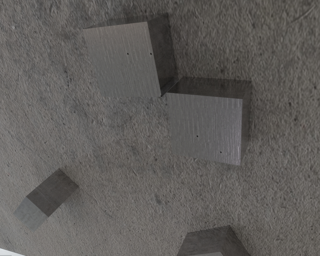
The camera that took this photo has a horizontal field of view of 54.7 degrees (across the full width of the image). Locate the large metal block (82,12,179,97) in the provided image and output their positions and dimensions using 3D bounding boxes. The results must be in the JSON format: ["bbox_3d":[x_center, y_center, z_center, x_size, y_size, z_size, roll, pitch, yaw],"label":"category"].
[{"bbox_3d":[-0.031,-0.082,0.356,0.080,0.050,0.079,3,120,26],"label":"large metal block"}]

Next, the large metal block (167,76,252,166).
[{"bbox_3d":[0.058,-0.010,0.354,0.080,0.050,0.079,8,122,24],"label":"large metal block"}]

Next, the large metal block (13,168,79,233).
[{"bbox_3d":[-0.206,0.131,0.561,0.050,0.080,0.080,45,129,-3],"label":"large metal block"}]

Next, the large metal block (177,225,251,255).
[{"bbox_3d":[0.086,0.202,0.470,0.080,0.050,0.080,-26,105,37],"label":"large metal block"}]
